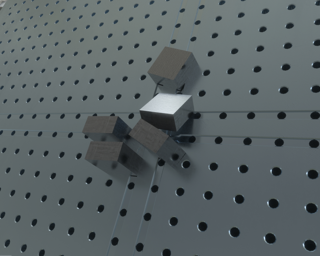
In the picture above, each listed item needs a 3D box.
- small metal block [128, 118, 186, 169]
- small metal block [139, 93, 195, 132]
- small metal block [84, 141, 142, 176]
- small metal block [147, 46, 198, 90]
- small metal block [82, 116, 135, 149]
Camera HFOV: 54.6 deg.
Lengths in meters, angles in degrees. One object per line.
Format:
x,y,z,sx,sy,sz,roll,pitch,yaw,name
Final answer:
-0.003,0.019,0.382,0.050,0.050,0.025,32,81,38,small metal block
0.010,-0.022,0.404,0.050,0.025,0.050,9,36,32,small metal block
-0.059,0.040,0.400,0.050,0.050,0.025,0,62,28,small metal block
0.018,-0.088,0.454,0.050,0.025,0.050,23,74,36,small metal block
-0.068,0.007,0.425,0.050,0.050,0.025,1,62,29,small metal block
